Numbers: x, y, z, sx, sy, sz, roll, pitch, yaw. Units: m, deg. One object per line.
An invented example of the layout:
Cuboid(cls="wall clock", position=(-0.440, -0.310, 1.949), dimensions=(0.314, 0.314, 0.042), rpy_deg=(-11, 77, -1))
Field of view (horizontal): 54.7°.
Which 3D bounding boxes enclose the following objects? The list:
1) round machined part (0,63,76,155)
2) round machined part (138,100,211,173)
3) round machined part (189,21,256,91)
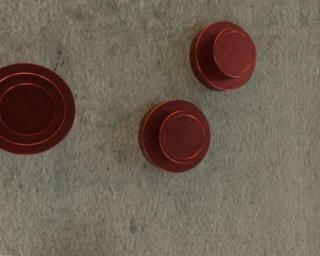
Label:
Cuboid(cls="round machined part", position=(-0.147, -0.020, 0.346), dimensions=(0.099, 0.042, 0.097), rpy_deg=(0, 90, -21))
Cuboid(cls="round machined part", position=(0.024, 0.011, 0.410), dimensions=(0.099, 0.042, 0.097), rpy_deg=(0, 90, -21))
Cuboid(cls="round machined part", position=(0.095, -0.102, 0.436), dimensions=(0.099, 0.042, 0.097), rpy_deg=(0, 90, -21))
